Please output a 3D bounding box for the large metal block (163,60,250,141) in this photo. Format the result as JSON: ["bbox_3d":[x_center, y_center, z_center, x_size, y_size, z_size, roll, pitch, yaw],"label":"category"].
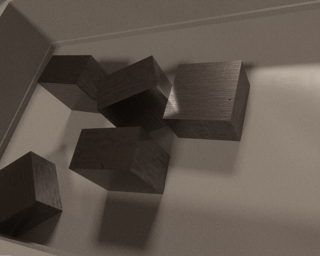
[{"bbox_3d":[0.059,-0.033,0.378,0.080,0.050,0.080,3,63,29],"label":"large metal block"}]

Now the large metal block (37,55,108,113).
[{"bbox_3d":[-0.121,-0.065,0.472,0.080,0.080,0.050,8,66,31],"label":"large metal block"}]

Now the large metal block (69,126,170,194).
[{"bbox_3d":[-0.044,0.040,0.368,0.080,0.080,0.050,-2,61,27],"label":"large metal block"}]

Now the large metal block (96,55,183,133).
[{"bbox_3d":[-0.026,-0.036,0.405,0.080,0.080,0.050,-21,54,15],"label":"large metal block"}]

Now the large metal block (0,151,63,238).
[{"bbox_3d":[-0.190,0.092,0.430,0.080,0.050,0.080,-31,52,8],"label":"large metal block"}]
